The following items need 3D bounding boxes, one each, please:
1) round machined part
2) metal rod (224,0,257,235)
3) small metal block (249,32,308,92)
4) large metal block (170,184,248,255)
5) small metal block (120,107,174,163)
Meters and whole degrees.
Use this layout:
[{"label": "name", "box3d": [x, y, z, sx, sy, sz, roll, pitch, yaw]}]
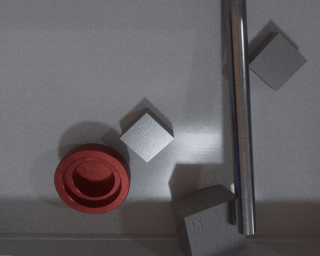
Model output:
[{"label": "round machined part", "box3d": [-0.089, 0.065, 0.425, 0.099, 0.042, 0.097, 0, 110, -1]}, {"label": "metal rod", "box3d": [0.099, -0.012, 0.380, 0.025, 0.025, 0.298, -5, 100, 1]}, {"label": "small metal block", "box3d": [0.141, -0.082, 0.383, 0.050, 0.025, 0.050, 38, 105, -13]}, {"label": "large metal block", "box3d": [0.068, 0.135, 0.432, 0.081, 0.050, 0.079, -16, 104, -16]}, {"label": "small metal block", "box3d": [-0.017, 0.009, 0.415, 0.050, 0.025, 0.050, -43, 105, 14]}]
